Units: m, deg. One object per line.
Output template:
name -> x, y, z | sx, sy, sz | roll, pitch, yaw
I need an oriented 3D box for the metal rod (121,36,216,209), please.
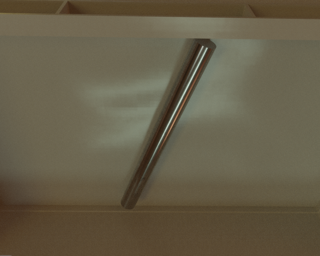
metal rod -> -0.002, 0.016, 0.419 | 0.025, 0.025, 0.298 | 15, 129, -13
